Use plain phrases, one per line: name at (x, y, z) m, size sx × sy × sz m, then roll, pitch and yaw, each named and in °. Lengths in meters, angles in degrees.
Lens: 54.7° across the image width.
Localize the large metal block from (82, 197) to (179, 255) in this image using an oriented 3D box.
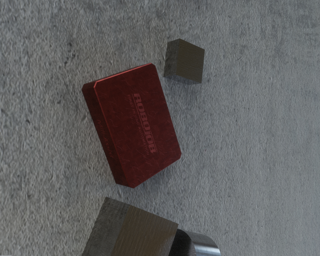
large metal block at (-0.034, 0.135, 0.362) m, size 0.080 × 0.050 × 0.080 m, roll 33°, pitch 69°, yaw -36°

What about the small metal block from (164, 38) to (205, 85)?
small metal block at (0.035, -0.092, 0.436) m, size 0.050 × 0.025 × 0.050 m, roll 10°, pitch 84°, yaw -40°

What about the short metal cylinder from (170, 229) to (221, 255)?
short metal cylinder at (0.032, 0.175, 0.399) m, size 0.050 × 0.080 × 0.080 m, roll 27°, pitch 73°, yaw -37°

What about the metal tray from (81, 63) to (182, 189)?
metal tray at (-0.030, -0.005, 0.378) m, size 0.091 × 0.030 × 0.129 m, roll -28°, pitch 108°, yaw -37°
